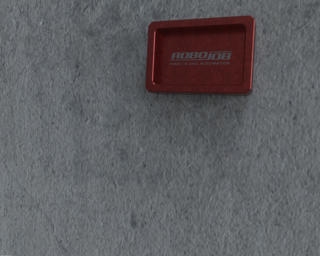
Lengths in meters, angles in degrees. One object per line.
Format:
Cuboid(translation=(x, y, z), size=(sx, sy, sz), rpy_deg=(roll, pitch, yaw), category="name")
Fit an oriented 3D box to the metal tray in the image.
Cuboid(translation=(0.049, -0.088, 0.388), size=(0.130, 0.030, 0.089), rpy_deg=(3, 91, 19), category="metal tray")
